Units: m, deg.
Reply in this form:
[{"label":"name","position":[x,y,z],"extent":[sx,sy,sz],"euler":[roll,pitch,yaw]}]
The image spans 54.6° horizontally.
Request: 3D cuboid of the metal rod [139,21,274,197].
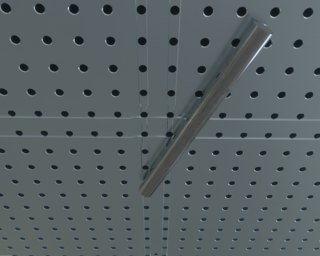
[{"label":"metal rod","position":[0.043,-0.002,0.409],"extent":[0.025,0.025,0.298],"euler":[20,127,-17]}]
